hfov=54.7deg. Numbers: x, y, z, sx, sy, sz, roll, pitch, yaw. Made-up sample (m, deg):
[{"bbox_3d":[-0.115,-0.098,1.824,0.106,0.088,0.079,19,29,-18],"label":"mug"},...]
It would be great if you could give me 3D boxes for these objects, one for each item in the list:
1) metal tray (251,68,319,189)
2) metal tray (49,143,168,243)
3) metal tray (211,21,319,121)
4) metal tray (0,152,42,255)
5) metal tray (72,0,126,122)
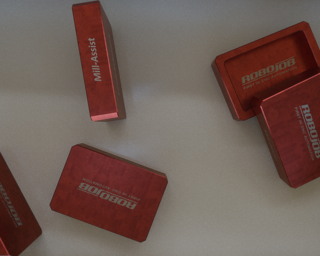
[{"bbox_3d":[0.181,0.002,0.392,0.090,0.030,0.129,-26,108,1],"label":"metal tray"},{"bbox_3d":[-0.065,0.083,0.408,0.131,0.030,0.090,21,90,-1],"label":"metal tray"},{"bbox_3d":[0.146,-0.073,0.410,0.131,0.030,0.090,-22,90,-1],"label":"metal tray"},{"bbox_3d":[-0.202,0.093,0.376,0.030,0.090,0.130,-28,90,0],"label":"metal tray"},{"bbox_3d":[-0.071,-0.074,0.377,0.030,0.090,0.129,-10,90,0],"label":"metal tray"}]
